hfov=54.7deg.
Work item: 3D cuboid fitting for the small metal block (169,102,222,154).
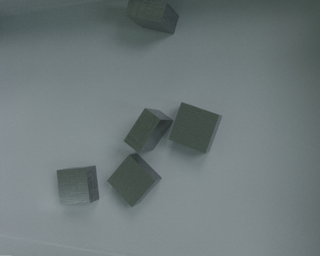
[{"bbox_3d":[0.045,-0.001,0.394,0.050,0.025,0.050,21,97,18],"label":"small metal block"}]

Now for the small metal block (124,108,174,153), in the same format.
[{"bbox_3d":[-0.014,0.003,0.402,0.025,0.050,0.050,37,102,16],"label":"small metal block"}]

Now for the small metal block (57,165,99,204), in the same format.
[{"bbox_3d":[-0.120,0.083,0.453,0.050,0.025,0.050,-7,88,19],"label":"small metal block"}]

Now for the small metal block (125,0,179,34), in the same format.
[{"bbox_3d":[-0.009,-0.145,0.400,0.050,0.050,0.025,18,96,19],"label":"small metal block"}]

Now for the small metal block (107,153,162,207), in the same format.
[{"bbox_3d":[-0.035,0.070,0.423,0.050,0.025,0.050,44,103,14],"label":"small metal block"}]
